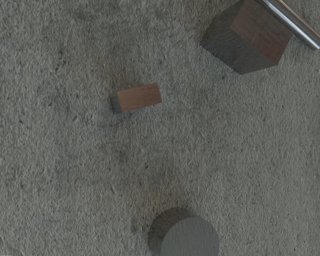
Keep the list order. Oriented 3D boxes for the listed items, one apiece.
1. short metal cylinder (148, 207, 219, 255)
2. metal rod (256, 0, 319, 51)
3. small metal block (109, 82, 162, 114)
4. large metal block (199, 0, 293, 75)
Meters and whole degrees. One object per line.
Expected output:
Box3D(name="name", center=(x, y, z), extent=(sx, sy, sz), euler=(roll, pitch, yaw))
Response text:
Box3D(name="short metal cylinder", center=(0.030, 0.150, 0.407), extent=(0.081, 0.050, 0.080), euler=(0, 90, -20))
Box3D(name="metal rod", center=(0.135, -0.211, 0.458), extent=(0.301, 0.025, 0.025), euler=(32, 80, -18))
Box3D(name="small metal block", center=(-0.032, -0.036, 0.384), extent=(0.050, 0.050, 0.025), euler=(-16, 96, -19))
Box3D(name="large metal block", center=(0.114, -0.121, 0.422), extent=(0.080, 0.080, 0.050), euler=(32, 80, -18))
